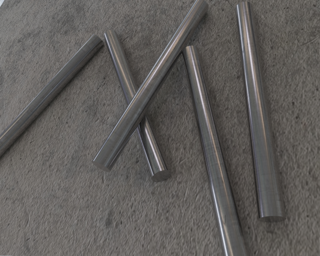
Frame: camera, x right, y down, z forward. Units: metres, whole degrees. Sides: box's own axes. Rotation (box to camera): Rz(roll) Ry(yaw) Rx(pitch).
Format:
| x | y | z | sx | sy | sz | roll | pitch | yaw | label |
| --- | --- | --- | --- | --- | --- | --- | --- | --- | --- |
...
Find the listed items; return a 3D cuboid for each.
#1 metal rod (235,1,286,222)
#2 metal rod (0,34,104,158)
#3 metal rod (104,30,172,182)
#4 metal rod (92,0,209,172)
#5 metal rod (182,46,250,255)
| x | y | z | sx | sy | sz | roll | pitch | yaw | label |
| --- | --- | --- | --- | --- | --- | --- | --- | --- | --- |
| 0.114 | -0.042 | 0.370 | 0.025 | 0.025 | 0.299 | -11 | 57 | 22 | metal rod |
| -0.207 | -0.047 | 0.541 | 0.025 | 0.025 | 0.300 | 34 | 81 | 38 | metal rod |
| -0.043 | -0.053 | 0.458 | 0.025 | 0.025 | 0.300 | -29 | 52 | 9 | metal rod |
| -0.002 | -0.074 | 0.427 | 0.025 | 0.025 | 0.300 | 12 | 61 | 33 | metal rod |
| 0.059 | 0.014 | 0.364 | 0.025 | 0.025 | 0.299 | -19 | 54 | 17 | metal rod |
